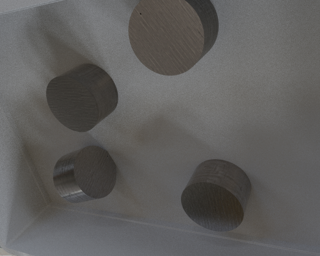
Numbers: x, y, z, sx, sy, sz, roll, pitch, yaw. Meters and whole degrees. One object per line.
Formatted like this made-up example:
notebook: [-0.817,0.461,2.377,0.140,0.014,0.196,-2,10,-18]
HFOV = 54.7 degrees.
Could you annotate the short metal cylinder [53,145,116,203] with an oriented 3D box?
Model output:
short metal cylinder: [-0.114,0.071,0.475,0.050,0.080,0.080,-19,108,35]

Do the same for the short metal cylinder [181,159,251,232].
short metal cylinder: [0.074,0.088,0.407,0.080,0.050,0.079,13,124,20]

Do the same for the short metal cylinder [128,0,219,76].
short metal cylinder: [0.015,-0.101,0.321,0.080,0.050,0.079,13,124,20]

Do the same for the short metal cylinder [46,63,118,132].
short metal cylinder: [-0.105,-0.041,0.420,0.080,0.050,0.079,13,124,20]
